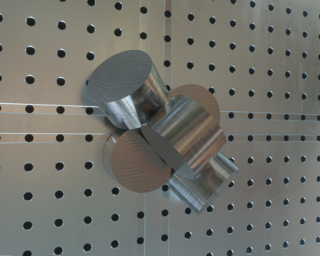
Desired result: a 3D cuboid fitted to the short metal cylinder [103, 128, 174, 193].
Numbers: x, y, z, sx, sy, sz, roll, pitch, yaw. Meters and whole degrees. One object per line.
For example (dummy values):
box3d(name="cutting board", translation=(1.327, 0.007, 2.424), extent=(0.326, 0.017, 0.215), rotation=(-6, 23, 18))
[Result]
box3d(name="short metal cylinder", translation=(-0.027, 0.037, 0.390), extent=(0.081, 0.050, 0.079), rotation=(0, 90, -21))

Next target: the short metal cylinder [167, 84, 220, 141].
box3d(name="short metal cylinder", translation=(0.032, -0.016, 0.411), extent=(0.081, 0.050, 0.079), rotation=(0, 90, -21))

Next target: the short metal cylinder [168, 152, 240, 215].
box3d(name="short metal cylinder", translation=(0.057, 0.065, 0.398), extent=(0.080, 0.080, 0.050), rotation=(-42, 68, -15))

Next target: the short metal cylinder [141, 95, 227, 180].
box3d(name="short metal cylinder", translation=(0.025, 0.010, 0.339), extent=(0.050, 0.080, 0.080), rotation=(-43, 104, -15))

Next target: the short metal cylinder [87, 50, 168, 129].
box3d(name="short metal cylinder", translation=(-0.037, -0.045, 0.363), extent=(0.080, 0.080, 0.050), rotation=(-48, 139, -14))
